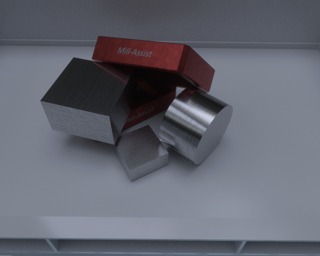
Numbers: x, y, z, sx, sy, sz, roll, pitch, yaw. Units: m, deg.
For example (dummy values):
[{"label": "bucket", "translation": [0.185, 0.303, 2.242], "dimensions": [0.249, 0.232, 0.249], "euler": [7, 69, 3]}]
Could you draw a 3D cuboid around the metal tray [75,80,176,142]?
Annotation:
[{"label": "metal tray", "translation": [-0.054, -0.045, 0.436], "dimensions": [0.131, 0.030, 0.090], "euler": [-27, 55, -22]}]

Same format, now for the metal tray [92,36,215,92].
[{"label": "metal tray", "translation": [-0.008, -0.080, 0.390], "dimensions": [0.130, 0.090, 0.030], "euler": [15, 89, 30]}]

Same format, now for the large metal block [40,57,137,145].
[{"label": "large metal block", "translation": [-0.080, -0.034, 0.373], "dimensions": [0.080, 0.050, 0.080], "euler": [13, 51, 10]}]

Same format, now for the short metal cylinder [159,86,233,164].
[{"label": "short metal cylinder", "translation": [0.044, -0.004, 0.372], "dimensions": [0.050, 0.080, 0.080], "euler": [32, 57, 24]}]

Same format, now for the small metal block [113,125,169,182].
[{"label": "small metal block", "translation": [-0.024, 0.030, 0.378], "dimensions": [0.050, 0.025, 0.050], "euler": [-23, 54, -19]}]
